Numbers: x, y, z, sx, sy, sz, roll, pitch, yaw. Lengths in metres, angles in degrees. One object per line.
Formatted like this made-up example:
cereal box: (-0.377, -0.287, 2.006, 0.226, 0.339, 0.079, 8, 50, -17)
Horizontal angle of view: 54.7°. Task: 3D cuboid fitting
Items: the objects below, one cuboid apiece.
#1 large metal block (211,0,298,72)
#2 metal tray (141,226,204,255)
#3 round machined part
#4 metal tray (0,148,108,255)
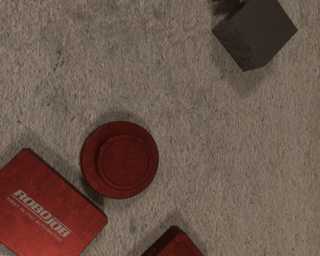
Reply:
large metal block: (0.136, -0.141, 0.448, 0.080, 0.050, 0.080, -46, 105, -14)
metal tray: (0.003, 0.207, 0.408, 0.130, 0.030, 0.090, -40, 103, -16)
round machined part: (-0.047, 0.040, 0.384, 0.099, 0.042, 0.097, 0, 90, -21)
metal tray: (-0.138, 0.097, 0.356, 0.130, 0.030, 0.090, 46, 76, -15)
